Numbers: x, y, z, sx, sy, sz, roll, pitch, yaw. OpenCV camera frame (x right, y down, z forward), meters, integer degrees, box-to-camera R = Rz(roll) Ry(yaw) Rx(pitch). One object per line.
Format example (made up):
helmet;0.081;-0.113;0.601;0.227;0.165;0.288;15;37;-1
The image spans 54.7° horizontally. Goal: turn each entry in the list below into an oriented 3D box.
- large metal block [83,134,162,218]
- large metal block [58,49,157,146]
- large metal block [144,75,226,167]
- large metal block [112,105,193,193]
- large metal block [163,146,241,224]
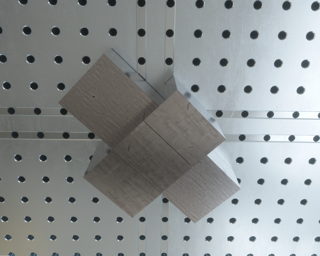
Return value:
large metal block;-0.044;0.054;0.404;0.050;0.080;0.080;-42;105;14
large metal block;-0.061;-0.038;0.382;0.080;0.050;0.080;-43;105;15
large metal block;0.028;-0.012;0.381;0.050;0.080;0.080;-42;105;14
large metal block;-0.008;0.021;0.392;0.050;0.080;0.080;-42;105;14
large metal block;0.049;0.069;0.426;0.080;0.050;0.080;-42;105;14
